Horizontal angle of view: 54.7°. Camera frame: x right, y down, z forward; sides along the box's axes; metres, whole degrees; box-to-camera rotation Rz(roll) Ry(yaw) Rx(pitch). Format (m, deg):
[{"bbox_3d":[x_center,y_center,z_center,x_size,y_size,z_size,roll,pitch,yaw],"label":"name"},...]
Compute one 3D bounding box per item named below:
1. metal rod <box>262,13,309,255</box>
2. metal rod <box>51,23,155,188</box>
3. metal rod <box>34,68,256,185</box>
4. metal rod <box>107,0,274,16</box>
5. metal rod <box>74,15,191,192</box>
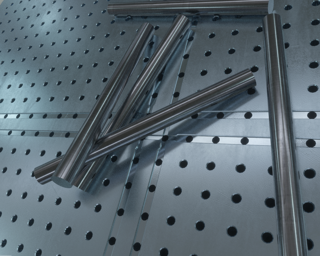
[{"bbox_3d":[0.134,-0.014,0.345,0.025,0.025,0.299,-7,58,24],"label":"metal rod"},{"bbox_3d":[-0.065,-0.053,0.433,0.025,0.025,0.300,-1,49,27],"label":"metal rod"},{"bbox_3d":[-0.022,0.000,0.397,0.301,0.025,0.025,-25,53,4],"label":"metal rod"},{"bbox_3d":[0.031,-0.199,0.512,0.300,0.025,0.025,13,68,33],"label":"metal rod"},{"bbox_3d":[-0.036,-0.045,0.453,0.025,0.025,0.300,20,72,35],"label":"metal rod"}]
